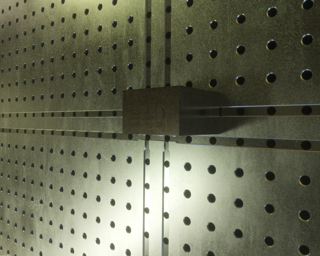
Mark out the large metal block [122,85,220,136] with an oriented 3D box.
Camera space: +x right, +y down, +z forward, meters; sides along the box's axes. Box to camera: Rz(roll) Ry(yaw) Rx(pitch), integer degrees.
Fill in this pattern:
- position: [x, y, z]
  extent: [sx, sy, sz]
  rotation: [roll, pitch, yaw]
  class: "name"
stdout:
- position: [0.014, -0.018, 0.360]
  extent: [0.080, 0.081, 0.050]
  rotation: [1, 91, 39]
  class: "large metal block"
